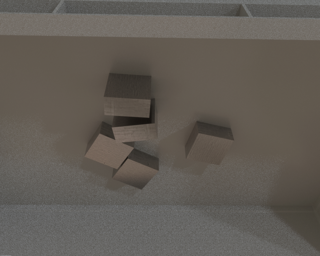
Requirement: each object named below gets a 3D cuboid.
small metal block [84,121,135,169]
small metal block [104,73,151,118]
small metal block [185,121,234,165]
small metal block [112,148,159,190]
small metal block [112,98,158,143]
[{"bbox_3d":[-0.069,0.025,0.429,0.050,0.025,0.050,25,126,-20],"label":"small metal block"},{"bbox_3d":[-0.036,-0.039,0.359,0.050,0.050,0.025,3,130,-4],"label":"small metal block"},{"bbox_3d":[0.067,0.022,0.429,0.050,0.025,0.050,12,129,-11],"label":"small metal block"},{"bbox_3d":[-0.036,0.060,0.460,0.050,0.025,0.050,25,126,-20],"label":"small metal block"},{"bbox_3d":[-0.030,-0.010,0.384,0.050,0.050,0.025,-6,130,4],"label":"small metal block"}]
